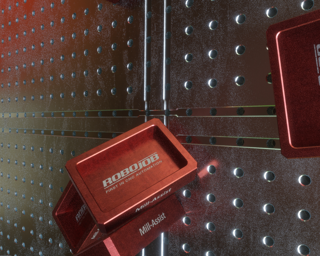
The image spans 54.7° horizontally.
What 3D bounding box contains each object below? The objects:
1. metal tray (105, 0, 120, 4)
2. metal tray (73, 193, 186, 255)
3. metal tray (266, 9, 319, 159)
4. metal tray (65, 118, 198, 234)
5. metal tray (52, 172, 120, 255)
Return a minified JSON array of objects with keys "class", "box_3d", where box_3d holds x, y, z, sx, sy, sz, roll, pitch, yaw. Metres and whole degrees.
[{"class":"metal tray","box_3d":[-0.063,-0.264,0.455,0.090,0.030,0.129,-21,77,37]},{"class":"metal tray","box_3d":[-0.038,0.129,0.368,0.090,0.131,0.030,-38,78,33]},{"class":"metal tray","box_3d":[0.152,-0.040,0.279,0.090,0.030,0.129,-9,84,39]},{"class":"metal tray","box_3d":[-0.032,0.051,0.369,0.090,0.131,0.030,50,155,30]},{"class":"metal tray","box_3d":[-0.122,0.129,0.503,0.090,0.030,0.129,48,118,29]}]
